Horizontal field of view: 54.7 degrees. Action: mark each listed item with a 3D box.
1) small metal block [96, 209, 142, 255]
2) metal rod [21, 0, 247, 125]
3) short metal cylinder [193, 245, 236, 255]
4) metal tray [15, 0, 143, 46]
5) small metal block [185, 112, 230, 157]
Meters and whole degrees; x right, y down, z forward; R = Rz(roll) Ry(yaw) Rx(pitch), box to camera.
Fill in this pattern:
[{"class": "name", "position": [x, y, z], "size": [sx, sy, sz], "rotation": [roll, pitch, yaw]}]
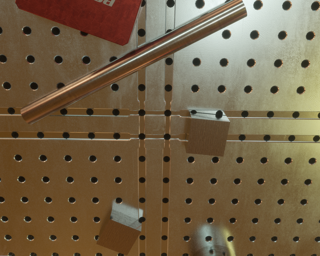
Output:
[{"class": "small metal block", "position": [-0.062, 0.159, 0.471], "size": [0.050, 0.025, 0.050], "rotation": [25, 108, -10]}, {"class": "metal rod", "position": [-0.038, -0.079, 0.383], "size": [0.301, 0.025, 0.025], "rotation": [-25, 109, 8]}, {"class": "short metal cylinder", "position": [0.089, 0.234, 0.488], "size": [0.081, 0.050, 0.079], "rotation": [0, 110, -1]}, {"class": "metal tray", "position": [-0.085, -0.159, 0.351], "size": [0.131, 0.030, 0.089], "rotation": [18, 109, -7]}, {"class": "small metal block", "position": [0.063, 0.009, 0.418], "size": [0.050, 0.025, 0.050], "rotation": [6, 110, -3]}]
